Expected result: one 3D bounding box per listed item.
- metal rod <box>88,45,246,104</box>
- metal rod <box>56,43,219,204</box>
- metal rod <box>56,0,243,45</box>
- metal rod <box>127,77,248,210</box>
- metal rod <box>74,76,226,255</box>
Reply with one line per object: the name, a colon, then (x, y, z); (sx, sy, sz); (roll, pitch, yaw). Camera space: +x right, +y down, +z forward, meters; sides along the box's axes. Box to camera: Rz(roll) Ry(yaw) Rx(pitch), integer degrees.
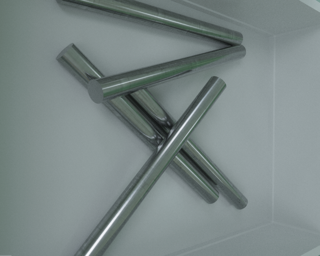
metal rod: (0.034, -0.082, 0.416); (0.302, 0.025, 0.025); (-25, 106, -44)
metal rod: (-0.010, 0.013, 0.399); (0.300, 0.025, 0.025); (46, 62, -31)
metal rod: (0.012, -0.144, 0.417); (0.302, 0.025, 0.025); (-1, 91, -40)
metal rod: (0.047, 0.034, 0.448); (0.300, 0.025, 0.025); (46, 62, -31)
metal rod: (-0.009, 0.051, 0.374); (0.300, 0.025, 0.025); (-52, 121, -18)
